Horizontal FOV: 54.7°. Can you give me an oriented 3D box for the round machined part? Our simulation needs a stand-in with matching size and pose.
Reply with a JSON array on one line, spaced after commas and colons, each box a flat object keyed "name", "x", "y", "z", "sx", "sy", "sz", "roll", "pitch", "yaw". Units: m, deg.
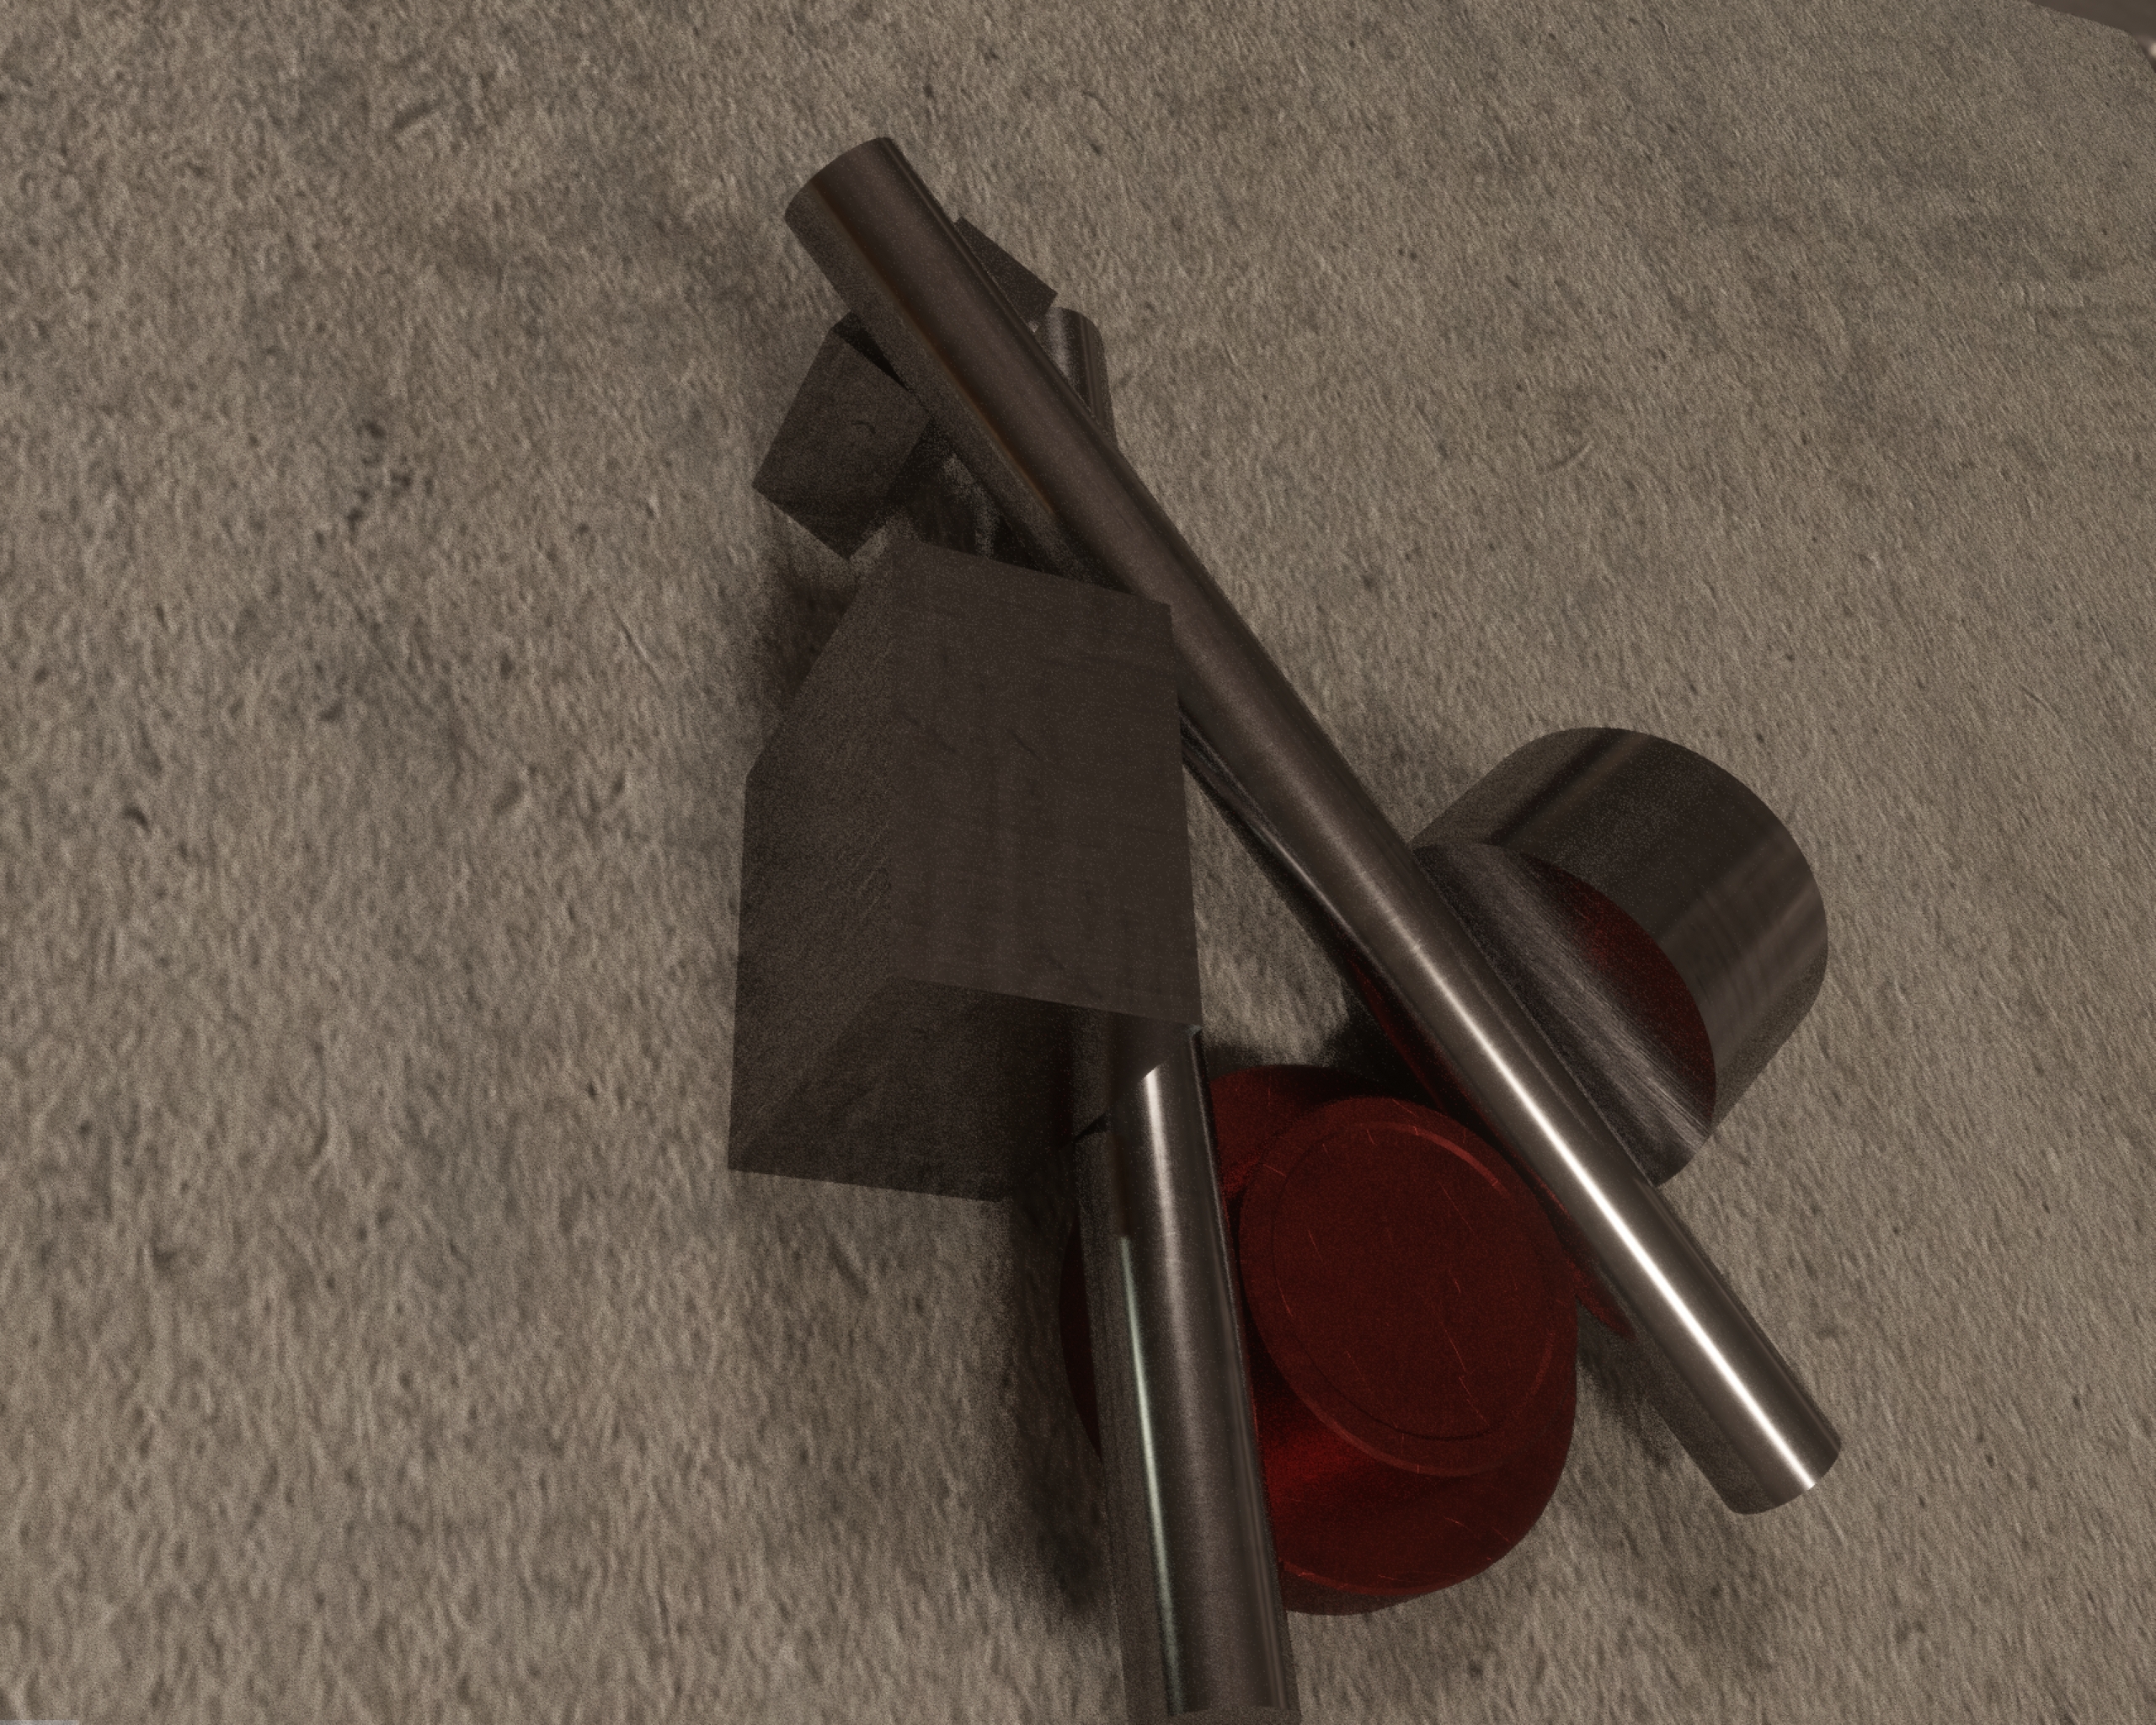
[{"name": "round machined part", "x": 0.050, "y": 0.081, "z": 0.374, "sx": 0.099, "sy": 0.042, "sz": 0.098, "roll": 14, "pitch": 56, "yaw": -21}]

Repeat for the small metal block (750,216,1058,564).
[{"name": "small metal block", "x": -0.036, "y": -0.097, "z": 0.430, "sx": 0.025, "sy": 0.050, "sz": 0.050, "roll": 39, "pitch": 51, "yaw": -3}]

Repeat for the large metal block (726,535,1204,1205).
[{"name": "large metal block", "x": -0.022, "y": 0.005, "z": 0.357, "sx": 0.050, "sy": 0.080, "sz": 0.080, "roll": 11, "pitch": 57, "yaw": -23}]

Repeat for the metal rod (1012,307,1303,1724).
[{"name": "metal rod", "x": 0.007, "y": 0.004, "z": 0.388, "sx": 0.025, "sy": 0.025, "sz": 0.299, "roll": 11, "pitch": 51, "yaw": -23}]

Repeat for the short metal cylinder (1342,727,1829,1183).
[{"name": "short metal cylinder", "x": 0.100, "y": 0.020, "z": 0.414, "sx": 0.080, "sy": 0.080, "sz": 0.050, "roll": 49, "pitch": 51, "yaw": 5}]

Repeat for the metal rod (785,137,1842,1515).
[{"name": "metal rod", "x": 0.045, "y": -0.006, "z": 0.390, "sx": 0.025, "sy": 0.025, "sz": 0.299, "roll": -38, "pitch": 92, "yaw": -39}]
